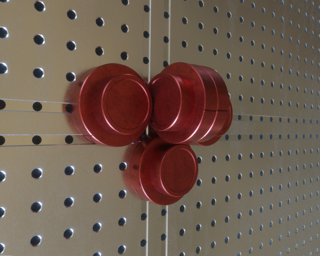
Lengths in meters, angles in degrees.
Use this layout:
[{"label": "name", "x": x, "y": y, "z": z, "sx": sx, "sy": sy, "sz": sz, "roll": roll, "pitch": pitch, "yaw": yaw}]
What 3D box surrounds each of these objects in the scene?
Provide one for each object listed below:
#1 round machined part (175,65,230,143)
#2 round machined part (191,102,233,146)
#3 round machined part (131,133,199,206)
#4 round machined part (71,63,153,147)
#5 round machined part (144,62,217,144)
[{"label": "round machined part", "x": 0.050, "y": -0.030, "z": 0.398, "sx": 0.042, "sy": 0.098, "sz": 0.097, "roll": -1, "pitch": 91, "yaw": -40}, {"label": "round machined part", "x": 0.070, "y": -0.022, "z": 0.459, "sx": 0.099, "sy": 0.042, "sz": 0.097, "roll": 0, "pitch": 90, "yaw": -40}, {"label": "round machined part", "x": 0.013, "y": 0.054, "z": 0.411, "sx": 0.099, "sy": 0.042, "sz": 0.097, "roll": 0, "pitch": 90, "yaw": -40}, {"label": "round machined part", "x": -0.048, "y": -0.026, "z": 0.359, "sx": 0.099, "sy": 0.042, "sz": 0.097, "roll": 0, "pitch": 90, "yaw": -40}, {"label": "round machined part", "x": 0.017, "y": -0.030, "z": 0.369, "sx": 0.042, "sy": 0.098, "sz": 0.097, "roll": 2, "pitch": 89, "yaw": -40}]
